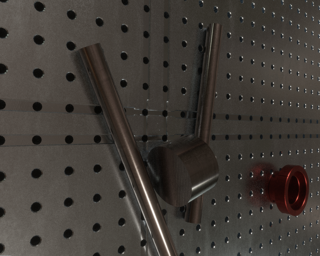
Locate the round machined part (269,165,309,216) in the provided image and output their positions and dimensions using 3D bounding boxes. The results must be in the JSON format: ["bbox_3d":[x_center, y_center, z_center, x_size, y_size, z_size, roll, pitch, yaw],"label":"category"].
[{"bbox_3d":[0.253,0.121,0.614,0.099,0.042,0.097,0,90,-40],"label":"round machined part"}]

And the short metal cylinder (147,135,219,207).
[{"bbox_3d":[0.028,0.054,0.399,0.050,0.080,0.079,-21,103,-39],"label":"short metal cylinder"}]

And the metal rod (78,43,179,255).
[{"bbox_3d":[-0.032,0.045,0.383,0.025,0.025,0.298,-31,109,-36],"label":"metal rod"}]

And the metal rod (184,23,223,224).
[{"bbox_3d":[0.067,-0.011,0.467,0.025,0.025,0.298,13,82,-40],"label":"metal rod"}]
